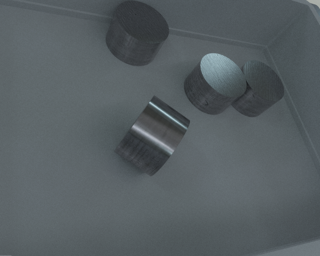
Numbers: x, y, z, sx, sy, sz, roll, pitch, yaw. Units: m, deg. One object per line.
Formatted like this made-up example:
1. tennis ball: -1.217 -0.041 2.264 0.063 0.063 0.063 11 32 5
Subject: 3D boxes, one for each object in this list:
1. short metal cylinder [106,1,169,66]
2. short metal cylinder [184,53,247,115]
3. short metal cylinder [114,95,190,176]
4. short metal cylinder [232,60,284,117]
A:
1. short metal cylinder: -0.034 -0.138 0.456 0.081 0.050 0.080 14 56 -21
2. short metal cylinder: 0.084 -0.067 0.476 0.081 0.050 0.080 13 56 -21
3. short metal cylinder: -0.009 0.009 0.360 0.050 0.080 0.080 35 51 -5
4. short metal cylinder: 0.156 -0.065 0.513 0.081 0.050 0.080 14 56 -21
